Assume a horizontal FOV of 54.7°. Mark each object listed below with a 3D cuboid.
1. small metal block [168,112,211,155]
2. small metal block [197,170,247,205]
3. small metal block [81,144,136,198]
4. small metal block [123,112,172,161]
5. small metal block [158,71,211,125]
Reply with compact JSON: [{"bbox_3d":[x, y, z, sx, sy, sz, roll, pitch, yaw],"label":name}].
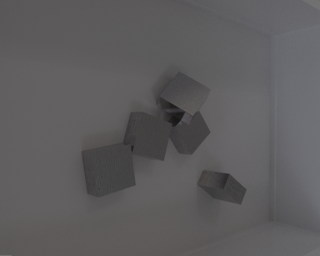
[{"bbox_3d":[0.039,0.002,0.439,0.050,0.025,0.050,-46,118,-30],"label":"small metal block"},{"bbox_3d":[0.093,0.089,0.469,0.050,0.050,0.025,41,65,-32],"label":"small metal block"},{"bbox_3d":[-0.059,0.047,0.357,0.050,0.025,0.050,-11,97,-39],"label":"small metal block"},{"bbox_3d":[-0.016,0.011,0.393,0.050,0.025,0.050,21,77,-38],"label":"small metal block"},{"bbox_3d":[0.032,-0.041,0.416,0.050,0.025,0.050,31,64,9],"label":"small metal block"}]
